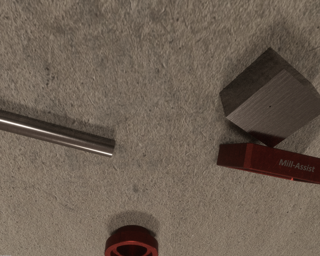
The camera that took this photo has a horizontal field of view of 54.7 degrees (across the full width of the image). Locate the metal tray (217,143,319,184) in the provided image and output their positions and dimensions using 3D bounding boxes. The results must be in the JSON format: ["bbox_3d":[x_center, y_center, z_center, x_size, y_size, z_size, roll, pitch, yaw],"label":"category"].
[{"bbox_3d":[0.154,0.048,0.412,0.131,0.030,0.090,12,173,-11],"label":"metal tray"}]

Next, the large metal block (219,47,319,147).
[{"bbox_3d":[0.131,-0.033,0.365,0.080,0.050,0.080,31,123,-24],"label":"large metal block"}]

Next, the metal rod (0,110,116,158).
[{"bbox_3d":[-0.206,-0.011,0.394,0.302,0.025,0.025,16,128,-14],"label":"metal rod"}]

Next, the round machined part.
[{"bbox_3d":[-0.052,0.219,0.582,0.099,0.042,0.097,-1,130,0],"label":"round machined part"}]
